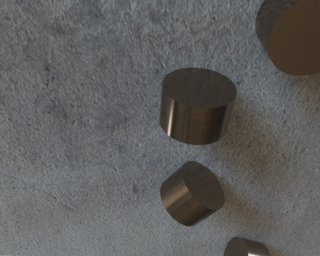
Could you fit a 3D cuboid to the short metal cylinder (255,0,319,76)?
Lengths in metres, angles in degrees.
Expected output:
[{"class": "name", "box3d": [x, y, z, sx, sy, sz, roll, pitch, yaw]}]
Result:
[{"class": "short metal cylinder", "box3d": [0.142, -0.100, 0.308, 0.081, 0.050, 0.079, 0, 130, 0]}]

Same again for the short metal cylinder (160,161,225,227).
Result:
[{"class": "short metal cylinder", "box3d": [0.047, 0.095, 0.453, 0.080, 0.080, 0.050, 30, 124, -23]}]

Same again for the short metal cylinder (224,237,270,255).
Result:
[{"class": "short metal cylinder", "box3d": [0.165, 0.254, 0.591, 0.050, 0.080, 0.079, 19, 127, -16]}]

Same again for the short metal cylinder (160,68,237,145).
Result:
[{"class": "short metal cylinder", "box3d": [0.041, -0.026, 0.350, 0.081, 0.080, 0.050, 2, 130, -3]}]
